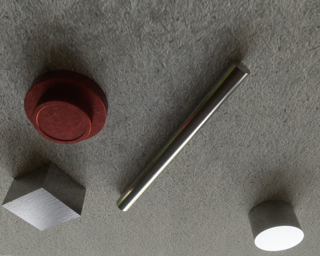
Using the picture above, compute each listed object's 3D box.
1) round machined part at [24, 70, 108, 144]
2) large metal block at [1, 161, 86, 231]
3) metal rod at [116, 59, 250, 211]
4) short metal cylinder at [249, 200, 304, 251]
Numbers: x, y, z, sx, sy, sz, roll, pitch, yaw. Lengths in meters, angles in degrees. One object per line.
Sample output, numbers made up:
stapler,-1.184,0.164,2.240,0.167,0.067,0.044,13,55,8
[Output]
round machined part,-0.116,-0.018,0.379,0.099,0.042,0.097,-1,130,0
large metal block,-0.176,0.107,0.480,0.080,0.050,0.080,-25,126,19
metal rod,0.016,0.029,0.431,0.025,0.025,0.298,24,126,-20
short metal cylinder,0.200,0.171,0.540,0.081,0.050,0.079,0,130,0
